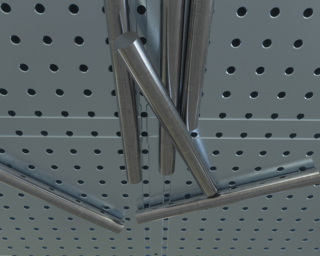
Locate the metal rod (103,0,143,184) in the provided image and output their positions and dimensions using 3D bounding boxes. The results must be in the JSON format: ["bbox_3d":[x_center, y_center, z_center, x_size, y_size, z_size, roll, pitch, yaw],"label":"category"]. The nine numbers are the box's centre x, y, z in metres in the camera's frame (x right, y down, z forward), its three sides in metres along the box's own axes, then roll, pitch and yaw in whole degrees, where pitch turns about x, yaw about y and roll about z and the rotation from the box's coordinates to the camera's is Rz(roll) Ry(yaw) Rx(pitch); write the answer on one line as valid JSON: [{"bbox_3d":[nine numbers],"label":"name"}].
[{"bbox_3d":[-0.041,-0.037,0.379,0.025,0.025,0.298,-1,130,0],"label":"metal rod"}]

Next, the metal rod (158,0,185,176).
[{"bbox_3d":[0.011,-0.052,0.367,0.025,0.025,0.298,0,130,-1],"label":"metal rod"}]

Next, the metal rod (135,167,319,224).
[{"bbox_3d":[0.102,0.114,0.509,0.301,0.025,0.025,-17,128,13],"label":"metal rod"}]

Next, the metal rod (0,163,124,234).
[{"bbox_3d":[-0.185,0.104,0.498,0.301,0.025,0.025,34,122,-26],"label":"metal rod"}]

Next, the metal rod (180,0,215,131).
[{"bbox_3d":[0.041,-0.118,0.311,0.025,0.025,0.298,1,130,-1],"label":"metal rod"}]

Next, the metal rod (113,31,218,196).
[{"bbox_3d":[0.024,0.009,0.388,0.025,0.025,0.300,-17,137,14],"label":"metal rod"}]
